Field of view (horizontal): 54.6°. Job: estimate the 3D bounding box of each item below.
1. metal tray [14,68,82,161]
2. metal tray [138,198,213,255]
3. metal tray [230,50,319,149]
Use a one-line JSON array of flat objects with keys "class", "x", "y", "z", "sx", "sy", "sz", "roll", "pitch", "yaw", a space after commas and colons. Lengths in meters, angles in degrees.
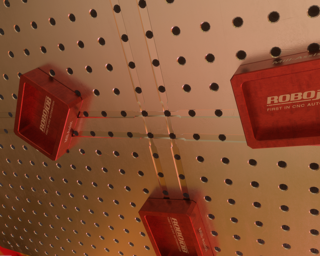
[{"class": "metal tray", "x": -0.182, "y": -0.018, "z": 0.493, "sx": 0.090, "sy": 0.030, "sz": 0.129, "roll": 33, "pitch": 129, "yaw": 6}, {"class": "metal tray", "x": 0.028, "y": 0.176, "z": 0.502, "sx": 0.090, "sy": 0.030, "sz": 0.129, "roll": -5, "pitch": 116, "yaw": 30}, {"class": "metal tray", "x": 0.147, "y": -0.028, "z": 0.313, "sx": 0.130, "sy": 0.030, "sz": 0.090, "roll": -7, "pitch": 115, "yaw": 31}]
